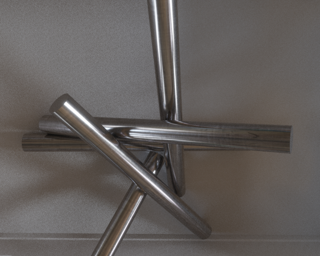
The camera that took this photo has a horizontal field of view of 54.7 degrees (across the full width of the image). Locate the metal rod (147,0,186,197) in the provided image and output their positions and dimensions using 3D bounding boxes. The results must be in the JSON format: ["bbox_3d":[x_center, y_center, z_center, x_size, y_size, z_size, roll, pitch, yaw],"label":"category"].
[{"bbox_3d":[0.012,-0.016,0.343,0.025,0.025,0.298,-5,134,2],"label":"metal rod"}]

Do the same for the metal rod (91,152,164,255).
[{"bbox_3d":[-0.073,0.161,0.379,0.025,0.025,0.300,34,70,-12],"label":"metal rod"}]

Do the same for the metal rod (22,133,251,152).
[{"bbox_3d":[-0.029,0.019,0.417,0.302,0.025,0.025,0,110,0],"label":"metal rod"}]

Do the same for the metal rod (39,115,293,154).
[{"bbox_3d":[-0.018,0.003,0.340,0.300,0.025,0.025,3,113,28],"label":"metal rod"}]

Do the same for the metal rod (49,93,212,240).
[{"bbox_3d":[-0.015,0.067,0.385,0.025,0.025,0.300,-34,126,12],"label":"metal rod"}]
